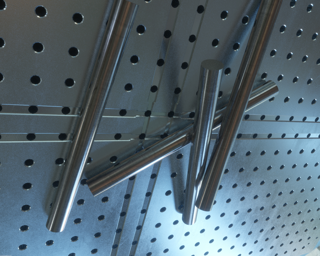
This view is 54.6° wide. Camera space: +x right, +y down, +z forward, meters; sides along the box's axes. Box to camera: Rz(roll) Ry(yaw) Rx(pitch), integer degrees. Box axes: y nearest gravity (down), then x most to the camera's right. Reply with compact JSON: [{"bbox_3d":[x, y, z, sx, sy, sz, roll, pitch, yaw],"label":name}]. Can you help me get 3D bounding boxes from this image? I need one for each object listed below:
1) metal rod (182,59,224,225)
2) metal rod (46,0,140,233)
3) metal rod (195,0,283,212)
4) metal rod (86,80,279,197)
[{"bbox_3d":[0.054,0.044,0.438,0.025,0.025,0.298,-16,134,-20],"label":"metal rod"},{"bbox_3d":[-0.086,0.001,0.364,0.025,0.025,0.298,9,114,-32],"label":"metal rod"},{"bbox_3d":[0.102,-0.024,0.421,0.025,0.025,0.298,7,106,-32],"label":"metal rod"},{"bbox_3d":[0.039,0.010,0.437,0.301,0.025,0.025,-28,128,-10],"label":"metal rod"}]
